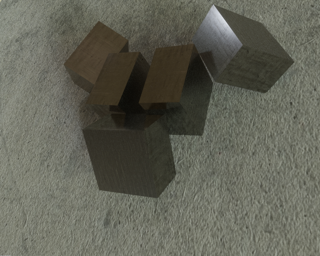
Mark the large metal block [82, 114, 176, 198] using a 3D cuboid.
[{"bbox_3d":[-0.034,0.029,0.360,0.080,0.079,0.050,1,23,28],"label":"large metal block"}]

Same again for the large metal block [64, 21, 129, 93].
[{"bbox_3d":[-0.091,-0.097,0.464,0.050,0.080,0.080,34,78,1],"label":"large metal block"}]

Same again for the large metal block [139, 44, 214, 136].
[{"bbox_3d":[0.024,-0.044,0.383,0.050,0.080,0.080,1,62,28],"label":"large metal block"}]

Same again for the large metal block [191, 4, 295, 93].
[{"bbox_3d":[0.096,-0.092,0.368,0.050,0.081,0.080,-56,40,38],"label":"large metal block"}]

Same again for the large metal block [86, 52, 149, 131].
[{"bbox_3d":[-0.042,-0.044,0.418,0.050,0.080,0.080,5,64,30],"label":"large metal block"}]
